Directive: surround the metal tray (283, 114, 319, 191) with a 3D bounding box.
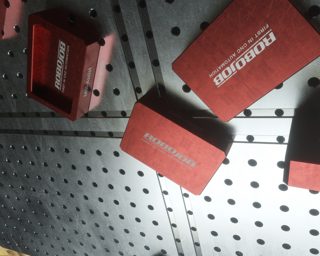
[{"bbox_3d":[0.188,0.026,0.285,0.130,0.090,0.030,7,121,24],"label":"metal tray"}]

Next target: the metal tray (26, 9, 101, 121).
[{"bbox_3d":[-0.138,-0.083,0.430,0.090,0.030,0.129,28,128,10],"label":"metal tray"}]

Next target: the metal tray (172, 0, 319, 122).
[{"bbox_3d":[0.085,-0.076,0.316,0.090,0.030,0.129,46,129,-4],"label":"metal tray"}]

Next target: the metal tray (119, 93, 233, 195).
[{"bbox_3d":[0.017,0.023,0.413,0.130,0.030,0.089,31,128,8],"label":"metal tray"}]

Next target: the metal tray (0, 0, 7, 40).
[{"bbox_3d":[-0.282,-0.192,0.439,0.130,0.030,0.089,37,129,3],"label":"metal tray"}]
